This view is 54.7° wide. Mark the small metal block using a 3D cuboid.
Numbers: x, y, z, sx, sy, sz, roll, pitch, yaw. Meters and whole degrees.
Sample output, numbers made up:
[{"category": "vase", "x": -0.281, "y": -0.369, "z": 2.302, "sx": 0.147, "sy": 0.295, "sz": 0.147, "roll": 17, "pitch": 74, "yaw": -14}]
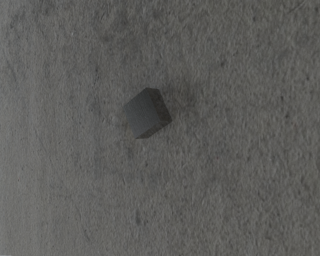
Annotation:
[{"category": "small metal block", "x": -0.018, "y": -0.019, "z": 0.418, "sx": 0.050, "sy": 0.025, "sz": 0.050, "roll": -35, "pitch": 69, "yaw": 34}]
